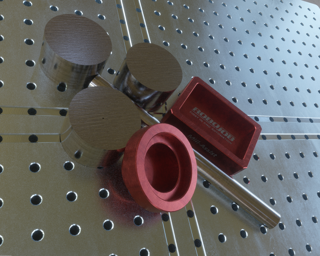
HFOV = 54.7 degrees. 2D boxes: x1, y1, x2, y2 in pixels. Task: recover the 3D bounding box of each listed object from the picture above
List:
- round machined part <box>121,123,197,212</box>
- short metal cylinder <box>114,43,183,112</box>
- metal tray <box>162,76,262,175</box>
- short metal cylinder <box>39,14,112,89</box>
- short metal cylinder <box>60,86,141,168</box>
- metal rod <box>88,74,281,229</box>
[{"bbox_3d":[-0.004,0.046,0.353,0.099,0.042,0.098,17,66,-43],"label":"round machined part"},{"bbox_3d":[-0.017,-0.069,0.424,0.081,0.050,0.080,14,56,-21],"label":"short metal cylinder"},{"bbox_3d":[0.078,-0.005,0.449,0.130,0.030,0.090,38,52,-3],"label":"metal tray"},{"bbox_3d":[-0.107,-0.096,0.393,0.081,0.050,0.080,14,56,-21],"label":"short metal cylinder"},{"bbox_3d":[-0.068,-0.001,0.355,0.081,0.050,0.080,14,56,-21],"label":"short metal cylinder"},{"bbox_3d":[0.033,0.033,0.406,0.300,0.025,0.025,38,51,-3],"label":"metal rod"}]
